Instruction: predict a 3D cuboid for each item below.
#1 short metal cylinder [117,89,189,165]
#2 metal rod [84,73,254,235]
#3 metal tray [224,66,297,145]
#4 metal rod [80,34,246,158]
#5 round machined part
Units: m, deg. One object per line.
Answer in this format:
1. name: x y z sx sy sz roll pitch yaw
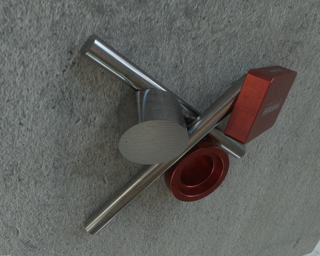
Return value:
1. short metal cylinder: -0.010 0.000 0.370 0.081 0.050 0.080 -6 138 -5
2. metal rod: 0.008 0.041 0.416 0.300 0.025 0.025 -43 130 10
3. metal tray: 0.141 -0.036 0.423 0.131 0.030 0.089 -19 132 -53
4. metal rod: 0.027 -0.024 0.410 0.301 0.025 0.025 31 101 -38
5. round machined part: 0.050 0.058 0.461 0.099 0.042 0.097 -14 124 -21
